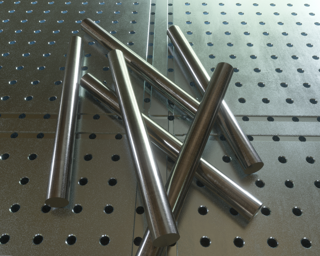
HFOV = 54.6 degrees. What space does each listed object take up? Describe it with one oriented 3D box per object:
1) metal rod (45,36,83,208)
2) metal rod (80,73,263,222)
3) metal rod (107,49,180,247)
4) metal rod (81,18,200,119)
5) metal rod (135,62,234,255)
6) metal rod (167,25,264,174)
[{"bbox_3d":[-0.128,-0.033,0.434,0.025,0.025,0.300,-5,50,-4],"label":"metal rod"},{"bbox_3d":[-0.003,0.009,0.399,0.300,0.025,0.025,37,59,27],"label":"metal rod"},{"bbox_3d":[-0.031,-0.005,0.373,0.025,0.025,0.300,-11,47,-9],"label":"metal rod"},{"bbox_3d":[-0.036,-0.101,0.492,0.025,0.025,0.300,-33,58,-25],"label":"metal rod"},{"bbox_3d":[0.029,0.041,0.343,0.025,0.025,0.300,18,61,14],"label":"metal rod"},{"bbox_3d":[0.068,-0.062,0.460,0.025,0.025,0.300,-13,51,-11],"label":"metal rod"}]
